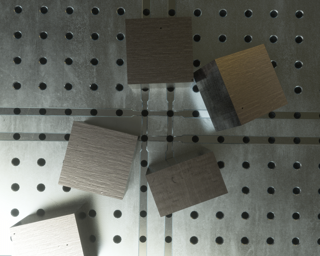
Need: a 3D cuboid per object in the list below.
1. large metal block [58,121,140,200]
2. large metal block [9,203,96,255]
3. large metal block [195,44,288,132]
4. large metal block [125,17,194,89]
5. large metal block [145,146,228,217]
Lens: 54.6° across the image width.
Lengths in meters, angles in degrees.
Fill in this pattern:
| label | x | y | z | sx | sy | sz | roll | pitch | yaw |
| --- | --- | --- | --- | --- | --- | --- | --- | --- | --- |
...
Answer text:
| label | x | y | z | sx | sy | sz | roll | pitch | yaw |
| --- | --- | --- | --- | --- | --- | --- | --- | --- | --- |
| large metal block | -0.075 | 0.039 | 0.400 | 0.080 | 0.050 | 0.080 | 14 | 90 | 0 |
| large metal block | -0.134 | 0.151 | 0.400 | 0.080 | 0.050 | 0.080 | -13 | 90 | 0 |
| large metal block | 0.099 | -0.049 | 0.386 | 0.081 | 0.050 | 0.080 | -22 | 90 | -26 |
| large metal block | 0.000 | -0.094 | 0.401 | 0.080 | 0.050 | 0.080 | -2 | 90 | 0 |
| large metal block | 0.030 | 0.063 | 0.386 | 0.080 | 0.080 | 0.050 | -20 | 90 | 0 |
